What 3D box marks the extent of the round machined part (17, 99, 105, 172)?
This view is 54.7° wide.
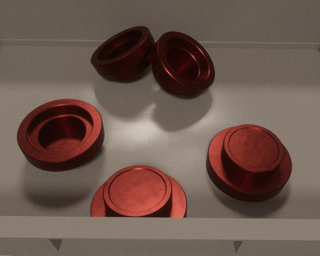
[{"bbox_3d":[-0.118,0.013,0.382,0.099,0.042,0.098,0,50,0],"label":"round machined part"}]

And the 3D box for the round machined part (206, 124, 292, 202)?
[{"bbox_3d":[0.106,0.034,0.367,0.099,0.042,0.098,0,50,0],"label":"round machined part"}]

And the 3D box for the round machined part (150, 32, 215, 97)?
[{"bbox_3d":[0.028,-0.087,0.449,0.099,0.042,0.098,16,57,-26],"label":"round machined part"}]

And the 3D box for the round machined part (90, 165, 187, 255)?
[{"bbox_3d":[-0.021,0.076,0.317,0.099,0.042,0.098,-1,37,1],"label":"round machined part"}]

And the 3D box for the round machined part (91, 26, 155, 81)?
[{"bbox_3d":[-0.051,-0.108,0.468,0.098,0.042,0.098,-19,38,16],"label":"round machined part"}]
